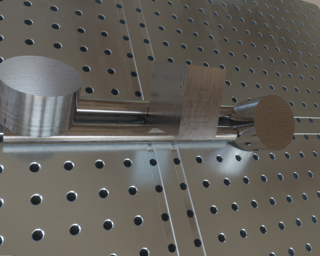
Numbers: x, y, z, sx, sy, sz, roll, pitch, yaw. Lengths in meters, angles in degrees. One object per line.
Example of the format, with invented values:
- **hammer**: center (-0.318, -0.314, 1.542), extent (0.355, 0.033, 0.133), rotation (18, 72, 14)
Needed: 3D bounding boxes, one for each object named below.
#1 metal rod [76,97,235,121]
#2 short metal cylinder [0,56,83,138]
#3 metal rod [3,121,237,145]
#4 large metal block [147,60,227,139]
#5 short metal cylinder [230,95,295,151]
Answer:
- **metal rod**: center (0.031, -0.024, 0.438), extent (0.303, 0.025, 0.025), rotation (1, 62, -28)
- **short metal cylinder**: center (-0.127, -0.035, 0.326), extent (0.081, 0.050, 0.080), rotation (15, 34, -10)
- **metal rod**: center (-0.027, 0.006, 0.389), extent (0.303, 0.025, 0.025), rotation (1, 62, -28)
- **large metal block**: center (0.029, -0.036, 0.372), extent (0.050, 0.080, 0.079), rotation (1, 103, -28)
- **short metal cylinder**: center (0.151, -0.005, 0.460), extent (0.081, 0.050, 0.080), rotation (4, 82, -27)
